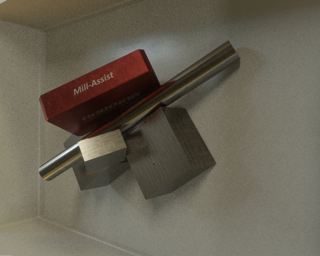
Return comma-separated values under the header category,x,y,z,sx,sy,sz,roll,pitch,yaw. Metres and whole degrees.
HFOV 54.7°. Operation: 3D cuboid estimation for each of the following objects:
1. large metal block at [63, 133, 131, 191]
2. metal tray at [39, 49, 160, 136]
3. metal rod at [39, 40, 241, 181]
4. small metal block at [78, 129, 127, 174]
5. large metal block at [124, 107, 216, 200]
category,x,y,z,sx,sy,sz,roll,pitch,yaw
large metal block,-0.089,0.035,0.457,0.080,0.050,0.080,-41,66,32
metal tray,-0.064,-0.038,0.379,0.130,0.090,0.030,-25,73,3
metal rod,-0.039,-0.011,0.387,0.300,0.025,0.025,-32,70,19
small metal block,-0.070,0.029,0.381,0.050,0.050,0.025,110,138,-64
large metal block,0.008,0.030,0.381,0.080,0.050,0.080,-41,66,32
